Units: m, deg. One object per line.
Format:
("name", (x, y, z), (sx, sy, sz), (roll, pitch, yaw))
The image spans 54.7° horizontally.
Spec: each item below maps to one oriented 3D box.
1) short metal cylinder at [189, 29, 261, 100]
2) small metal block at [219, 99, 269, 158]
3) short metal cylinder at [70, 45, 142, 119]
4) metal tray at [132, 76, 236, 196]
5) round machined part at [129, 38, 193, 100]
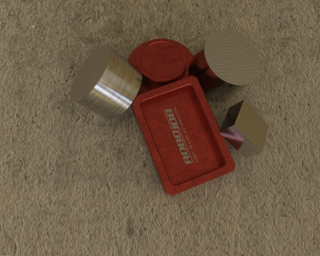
("short metal cylinder", (0.086, -0.084, 0.416), (0.081, 0.050, 0.080), (6, 71, -17))
("small metal block", (0.107, 0.001, 0.391), (0.050, 0.025, 0.050), (43, 49, -13))
("short metal cylinder", (-0.069, -0.057, 0.394), (0.050, 0.080, 0.080), (32, 66, -36))
("metal tray", (0.027, 0.009, 0.392), (0.091, 0.030, 0.129), (-21, 81, -8))
("round machined part", (0.002, -0.085, 0.432), (0.099, 0.042, 0.098), (0, 70, 0))
